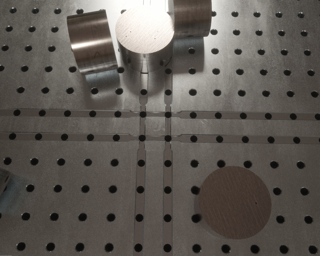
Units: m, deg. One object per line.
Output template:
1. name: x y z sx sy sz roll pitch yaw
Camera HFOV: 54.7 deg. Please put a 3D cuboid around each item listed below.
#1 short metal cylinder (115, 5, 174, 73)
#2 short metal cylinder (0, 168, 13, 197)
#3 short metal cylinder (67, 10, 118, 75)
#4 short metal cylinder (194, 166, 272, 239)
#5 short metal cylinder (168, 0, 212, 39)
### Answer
1. short metal cylinder: -0.021 -0.127 0.445 0.081 0.050 0.080 0 70 0
2. short metal cylinder: -0.222 0.060 0.358 0.080 0.080 0.050 20 71 6
3. short metal cylinder: -0.090 -0.116 0.424 0.050 0.080 0.080 -12 71 -5
4. short metal cylinder: 0.083 0.090 0.367 0.081 0.050 0.080 0 70 0
5. short metal cylinder: 0.041 -0.171 0.445 0.050 0.080 0.080 -6 70 -2
